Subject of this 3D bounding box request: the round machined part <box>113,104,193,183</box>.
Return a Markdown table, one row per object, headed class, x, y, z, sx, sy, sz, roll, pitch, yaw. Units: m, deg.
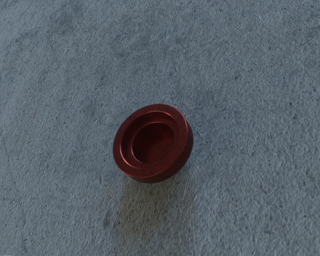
| class | x | y | z | sx | sy | sz | roll | pitch | yaw |
| --- | --- | --- | --- | --- | --- | --- | --- | --- | --- |
| round machined part | -0.005 | 0.022 | 0.382 | 0.098 | 0.042 | 0.098 | -13 | 56 | 20 |
